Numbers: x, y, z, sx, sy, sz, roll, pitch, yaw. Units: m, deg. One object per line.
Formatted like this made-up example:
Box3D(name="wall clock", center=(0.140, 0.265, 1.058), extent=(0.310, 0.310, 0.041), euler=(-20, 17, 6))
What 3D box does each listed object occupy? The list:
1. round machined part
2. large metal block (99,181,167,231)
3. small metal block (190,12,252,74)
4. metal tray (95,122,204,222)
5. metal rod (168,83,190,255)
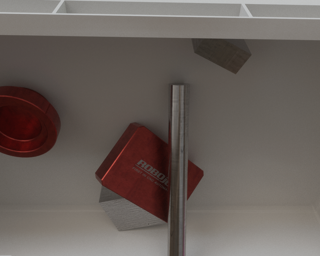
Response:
Box3D(name="round machined part", center=(-0.174, -0.012, 0.385), extent=(0.099, 0.042, 0.097), euler=(-1, 130, 0))
Box3D(name="large metal block", center=(-0.040, 0.113, 0.489), extent=(0.080, 0.050, 0.080), euler=(-13, 129, 10))
Box3D(name="small metal block", center=(0.061, -0.088, 0.319), extent=(0.050, 0.050, 0.025), euler=(23, 126, -19))
Box3D(name="metal tray", center=(-0.010, 0.064, 0.427), extent=(0.130, 0.030, 0.090), euler=(38, 82, -28))
Box3D(name="metal rod", center=(0.023, 0.092, 0.406), extent=(0.025, 0.025, 0.298), euler=(0, 105, -1))
